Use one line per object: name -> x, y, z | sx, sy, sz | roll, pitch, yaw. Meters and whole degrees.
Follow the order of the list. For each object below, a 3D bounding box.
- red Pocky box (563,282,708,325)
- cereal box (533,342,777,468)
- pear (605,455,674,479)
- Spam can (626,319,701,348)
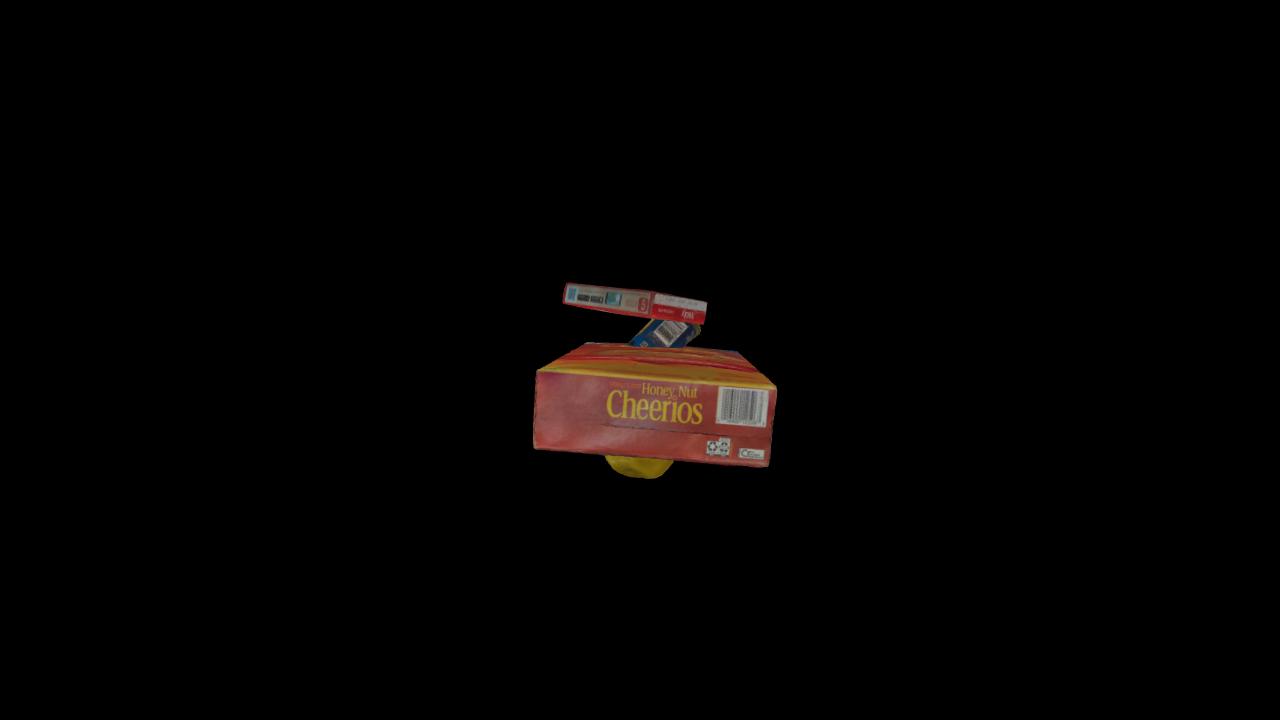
red Pocky box -> -0.009, -0.063, 0.679 | 0.083, 0.028, 0.155 | 4, 6, -42
cereal box -> 0.018, 0.031, 0.653 | 0.203, 0.081, 0.306 | 4, 7, 3
pear -> 0.005, 0.066, 0.648 | 0.080, 0.111, 0.080 | 12, -26, 6
Spam can -> 0.018, -0.017, 0.769 | 0.085, 0.058, 0.101 | -46, 0, -21
